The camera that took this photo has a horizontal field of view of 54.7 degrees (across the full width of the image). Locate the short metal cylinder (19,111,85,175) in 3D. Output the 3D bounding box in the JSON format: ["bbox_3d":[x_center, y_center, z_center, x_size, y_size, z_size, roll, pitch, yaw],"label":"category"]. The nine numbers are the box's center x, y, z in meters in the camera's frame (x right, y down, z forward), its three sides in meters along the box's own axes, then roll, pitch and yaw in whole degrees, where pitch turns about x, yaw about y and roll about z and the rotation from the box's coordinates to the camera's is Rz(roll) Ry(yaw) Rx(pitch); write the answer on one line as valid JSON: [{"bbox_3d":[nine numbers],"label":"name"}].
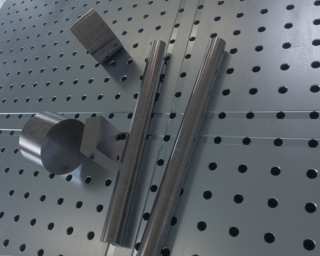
[{"bbox_3d":[-0.147,0.020,0.438,0.050,0.080,0.080,17,71,34],"label":"short metal cylinder"}]

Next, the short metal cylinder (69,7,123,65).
[{"bbox_3d":[-0.107,-0.154,0.524,0.050,0.080,0.080,-39,51,2],"label":"short metal cylinder"}]

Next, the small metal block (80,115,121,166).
[{"bbox_3d":[-0.080,0.018,0.423,0.025,0.050,0.050,-12,57,22],"label":"small metal block"}]

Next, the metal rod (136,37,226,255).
[{"bbox_3d":[0.034,0.011,0.383,0.025,0.025,0.300,7,65,31],"label":"metal rod"}]

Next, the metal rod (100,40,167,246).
[{"bbox_3d":[-0.029,0.001,0.422,0.025,0.025,0.300,-2,60,27],"label":"metal rod"}]
